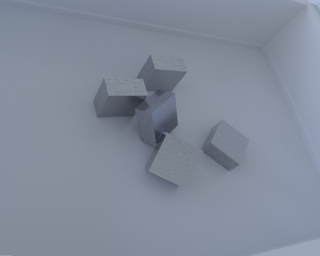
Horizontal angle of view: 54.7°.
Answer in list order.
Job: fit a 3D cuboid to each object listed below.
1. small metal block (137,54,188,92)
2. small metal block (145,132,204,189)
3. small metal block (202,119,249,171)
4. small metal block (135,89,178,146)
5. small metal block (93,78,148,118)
[{"bbox_3d":[0.002,-0.076,0.437,0.050,0.050,0.025,-2,63,-29],"label":"small metal block"},{"bbox_3d":[0.017,0.039,0.377,0.050,0.025,0.050,27,83,-12],"label":"small metal block"},{"bbox_3d":[0.093,0.024,0.441,0.050,0.025,0.050,37,51,-4],"label":"small metal block"},{"bbox_3d":[-0.003,-0.014,0.393,0.025,0.050,0.050,18,43,30],"label":"small metal block"},{"bbox_3d":[-0.050,-0.037,0.385,0.050,0.050,0.025,-3,64,-30],"label":"small metal block"}]
